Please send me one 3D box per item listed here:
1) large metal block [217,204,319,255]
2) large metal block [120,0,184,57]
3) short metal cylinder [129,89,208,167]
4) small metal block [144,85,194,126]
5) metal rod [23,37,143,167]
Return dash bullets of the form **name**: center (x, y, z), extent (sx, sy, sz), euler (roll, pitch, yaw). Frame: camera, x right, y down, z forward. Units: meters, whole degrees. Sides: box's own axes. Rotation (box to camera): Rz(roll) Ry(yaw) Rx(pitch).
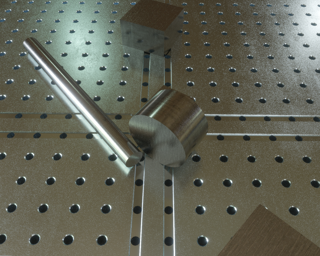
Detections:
- **large metal block**: center (0.098, 0.132, 0.282), extent (0.080, 0.050, 0.080), euler (36, 59, 26)
- **large metal block**: center (-0.012, -0.177, 0.540), extent (0.080, 0.050, 0.080), euler (20, 53, 16)
- **short metal cylinder**: center (0.010, 0.001, 0.371), extent (0.080, 0.080, 0.050), euler (28, 56, 21)
- **small metal block**: center (0.012, -0.027, 0.431), extent (0.050, 0.025, 0.050), euler (27, 55, 20)
- **metal rod**: center (-0.125, -0.052, 0.449), extent (0.025, 0.025, 0.300), euler (-31, 57, -24)
